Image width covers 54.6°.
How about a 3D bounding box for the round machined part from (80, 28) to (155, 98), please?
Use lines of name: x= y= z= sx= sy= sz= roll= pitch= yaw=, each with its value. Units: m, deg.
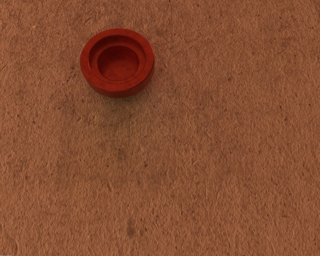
round machined part: x=-0.057 y=-0.085 z=0.430 sx=0.099 sy=0.042 sz=0.098 roll=0 pitch=70 yaw=0
